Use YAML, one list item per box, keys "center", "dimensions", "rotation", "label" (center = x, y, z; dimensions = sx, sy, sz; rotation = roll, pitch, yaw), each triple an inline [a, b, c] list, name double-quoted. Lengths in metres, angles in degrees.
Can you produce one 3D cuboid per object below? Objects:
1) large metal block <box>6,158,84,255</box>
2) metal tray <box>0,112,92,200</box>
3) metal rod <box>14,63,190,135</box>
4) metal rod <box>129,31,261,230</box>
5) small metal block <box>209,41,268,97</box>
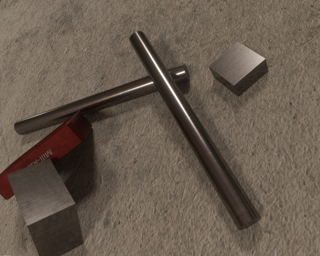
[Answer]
- center: [-0.135, 0.098, 0.368]
  dimensions: [0.050, 0.079, 0.080]
  rotation: [-22, 46, -27]
  label: "large metal block"
- center: [-0.158, 0.033, 0.429]
  dimensions: [0.130, 0.030, 0.090]
  rotation: [-37, 14, 2]
  label: "metal tray"
- center: [-0.100, -0.039, 0.478]
  dimensions: [0.301, 0.025, 0.025]
  rotation: [-16, 55, 18]
  label: "metal rod"
- center: [0.027, -0.019, 0.378]
  dimensions: [0.025, 0.025, 0.299]
  rotation: [-32, 58, 7]
  label: "metal rod"
- center: [0.100, -0.076, 0.397]
  dimensions: [0.050, 0.025, 0.050]
  rotation: [-41, 51, 0]
  label: "small metal block"
